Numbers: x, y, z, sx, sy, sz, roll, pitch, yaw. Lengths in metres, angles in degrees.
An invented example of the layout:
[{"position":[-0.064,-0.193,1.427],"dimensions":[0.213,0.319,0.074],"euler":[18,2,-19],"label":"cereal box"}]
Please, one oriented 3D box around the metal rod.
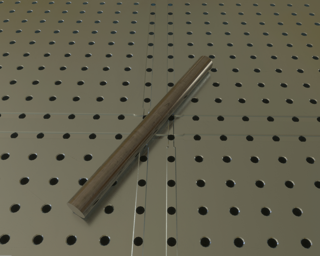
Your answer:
[{"position":[-0.009,-0.008,0.414],"dimensions":[0.025,0.025,0.301],"euler":[26,55,20],"label":"metal rod"}]
